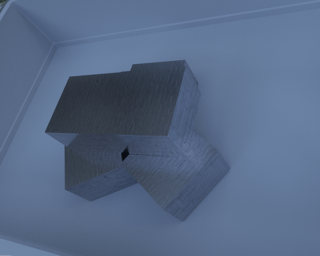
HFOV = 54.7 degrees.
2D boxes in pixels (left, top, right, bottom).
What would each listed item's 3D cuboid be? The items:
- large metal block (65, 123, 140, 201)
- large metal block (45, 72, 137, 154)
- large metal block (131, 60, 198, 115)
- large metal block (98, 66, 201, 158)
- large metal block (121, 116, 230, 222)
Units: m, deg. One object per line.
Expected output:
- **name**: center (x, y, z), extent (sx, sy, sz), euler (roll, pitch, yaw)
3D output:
- **large metal block**: center (-0.075, 0.038, 0.404), extent (0.080, 0.050, 0.080), euler (-23, 53, 14)
- **large metal block**: center (-0.078, -0.018, 0.375), extent (0.080, 0.050, 0.080), euler (1, 62, 28)
- **large metal block**: center (-0.002, -0.041, 0.414), extent (0.080, 0.050, 0.080), euler (2, 62, 29)
- **large metal block**: center (-0.008, -0.017, 0.336), extent (0.080, 0.050, 0.080), euler (1, 62, 28)
- **large metal block**: center (0.017, 0.043, 0.351), extent (0.080, 0.050, 0.080), euler (-47, 51, -5)
